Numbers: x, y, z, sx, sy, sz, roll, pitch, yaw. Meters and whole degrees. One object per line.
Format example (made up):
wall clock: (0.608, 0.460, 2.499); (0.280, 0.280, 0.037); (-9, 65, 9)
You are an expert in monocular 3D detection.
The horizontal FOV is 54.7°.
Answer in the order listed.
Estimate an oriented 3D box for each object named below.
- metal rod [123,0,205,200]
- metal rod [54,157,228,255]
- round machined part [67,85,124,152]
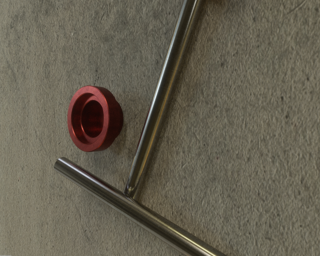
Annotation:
metal rod: (-0.001, -0.026, 0.403); (0.025, 0.025, 0.298); (29, 108, 36)
metal rod: (-0.029, 0.109, 0.399); (0.300, 0.025, 0.025); (24, 105, 28)
round machined part: (-0.094, -0.014, 0.469); (0.098, 0.042, 0.097); (0, 90, 39)
